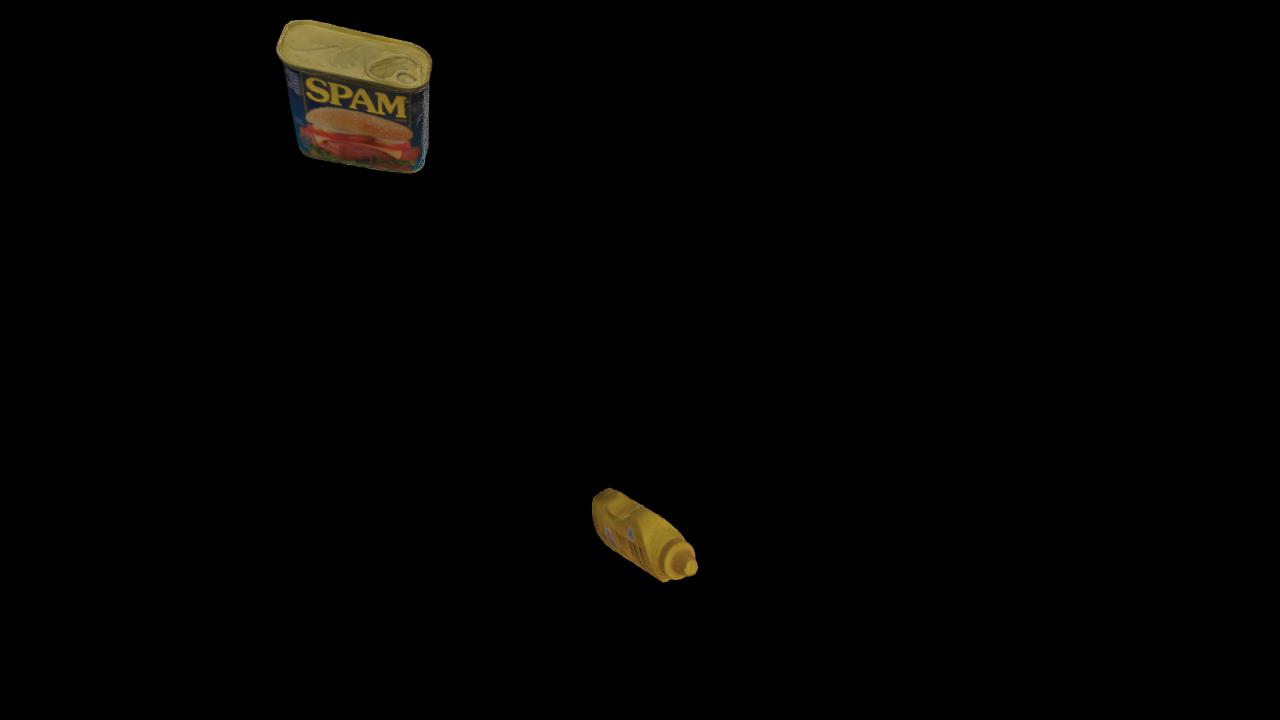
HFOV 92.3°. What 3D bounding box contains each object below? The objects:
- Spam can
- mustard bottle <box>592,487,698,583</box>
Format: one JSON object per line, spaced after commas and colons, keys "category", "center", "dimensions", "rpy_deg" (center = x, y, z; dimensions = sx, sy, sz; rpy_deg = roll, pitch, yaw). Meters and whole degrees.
{"category": "Spam can", "center": [-0.216, -0.199, 0.477], "dimensions": [0.101, 0.058, 0.085], "rpy_deg": [6, -34, -17]}
{"category": "mustard bottle", "center": [0.009, 0.214, 0.725], "dimensions": [0.054, 0.092, 0.184], "rpy_deg": [-24, 15, -27]}
